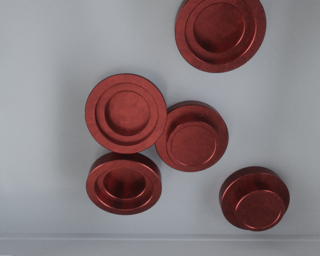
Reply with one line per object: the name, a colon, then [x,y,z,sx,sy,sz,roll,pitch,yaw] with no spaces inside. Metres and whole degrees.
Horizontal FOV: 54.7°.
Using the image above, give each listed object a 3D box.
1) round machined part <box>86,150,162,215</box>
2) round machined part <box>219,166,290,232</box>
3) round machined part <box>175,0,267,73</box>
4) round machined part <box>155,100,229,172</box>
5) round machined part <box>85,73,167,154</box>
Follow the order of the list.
round machined part: [-0.047,0.069,0.420,0.099,0.042,0.097,-1,122,-1]
round machined part: [0.137,0.108,0.444,0.099,0.042,0.097,0,110,-1]
round machined part: [0.066,-0.116,0.353,0.099,0.042,0.097,0,124,1]
round machined part: [0.042,0.016,0.409,0.099,0.042,0.097,0,110,-1]
round machined part: [-0.041,-0.020,0.389,0.099,0.042,0.097,0,101,0]
